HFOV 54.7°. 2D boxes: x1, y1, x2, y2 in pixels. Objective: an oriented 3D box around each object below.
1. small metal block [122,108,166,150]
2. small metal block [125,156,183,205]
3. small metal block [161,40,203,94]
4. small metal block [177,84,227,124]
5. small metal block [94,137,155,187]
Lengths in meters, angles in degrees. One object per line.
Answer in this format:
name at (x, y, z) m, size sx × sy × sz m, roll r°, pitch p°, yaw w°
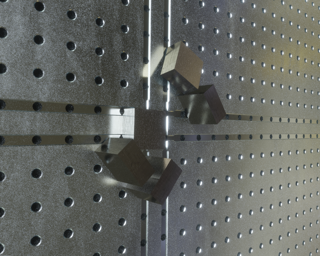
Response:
small metal block at (-0.020, 0.002, 0.395) m, size 0.050 × 0.025 × 0.050 m, roll 3°, pitch 89°, yaw -40°
small metal block at (-0.008, 0.064, 0.389) m, size 0.025 × 0.050 × 0.050 m, roll 48°, pitch 61°, yaw -30°
small metal block at (0.032, -0.083, 0.431) m, size 0.050 × 0.025 × 0.050 m, roll 34°, pitch 56°, yaw -35°
small metal block at (0.060, -0.033, 0.446) m, size 0.025 × 0.050 × 0.050 m, roll -42°, pitch 116°, yaw -32°
small metal block at (-0.041, 0.039, 0.360) m, size 0.025 × 0.050 × 0.050 m, roll -47°, pitch 119°, yaw -30°
